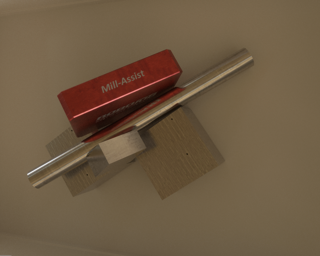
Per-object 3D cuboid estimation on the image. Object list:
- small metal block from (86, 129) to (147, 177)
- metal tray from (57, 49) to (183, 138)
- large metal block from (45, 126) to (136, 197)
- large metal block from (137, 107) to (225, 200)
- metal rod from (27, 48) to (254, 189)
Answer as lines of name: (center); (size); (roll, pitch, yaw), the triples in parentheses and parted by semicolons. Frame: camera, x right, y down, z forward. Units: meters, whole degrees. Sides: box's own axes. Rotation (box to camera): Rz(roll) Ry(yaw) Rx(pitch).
small metal block: (-0.052, 0.030, 0.361); (0.025, 0.050, 0.050); (61, 144, 10)
metal tray: (-0.045, -0.037, 0.361); (0.131, 0.090, 0.030); (-25, 82, -15)
large metal block: (-0.095, 0.035, 0.426); (0.080, 0.050, 0.080); (-35, 79, 16)
large metal block: (0.022, 0.031, 0.387); (0.080, 0.050, 0.080); (-35, 79, 16)
metal rod: (-0.024, -0.011, 0.377); (0.301, 0.025, 0.025); (-30, 80, 2)
